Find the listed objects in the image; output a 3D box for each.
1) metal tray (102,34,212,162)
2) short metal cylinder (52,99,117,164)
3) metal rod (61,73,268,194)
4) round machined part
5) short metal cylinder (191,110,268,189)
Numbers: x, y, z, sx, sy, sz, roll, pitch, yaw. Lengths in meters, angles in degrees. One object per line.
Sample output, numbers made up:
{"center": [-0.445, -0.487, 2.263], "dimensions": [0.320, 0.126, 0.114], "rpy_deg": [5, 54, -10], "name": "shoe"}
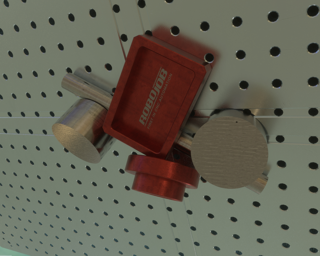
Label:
{"center": [-0.007, -0.034, 0.372], "dimensions": [0.090, 0.030, 0.129], "rpy_deg": [28, 115, 10], "name": "metal tray"}
{"center": [-0.103, 0.005, 0.437], "dimensions": [0.080, 0.050, 0.080], "rpy_deg": [23, 146, 17], "name": "short metal cylinder"}
{"center": [-0.001, 0.002, 0.413], "dimensions": [0.301, 0.025, 0.025], "rpy_deg": [28, 128, 10], "name": "metal rod"}
{"center": [0.001, 0.069, 0.407], "dimensions": [0.098, 0.042, 0.098], "rpy_deg": [13, 166, 4], "name": "round machined part"}
{"center": [0.080, 0.022, 0.351], "dimensions": [0.080, 0.050, 0.079], "rpy_deg": [4, 102, 16], "name": "short metal cylinder"}
